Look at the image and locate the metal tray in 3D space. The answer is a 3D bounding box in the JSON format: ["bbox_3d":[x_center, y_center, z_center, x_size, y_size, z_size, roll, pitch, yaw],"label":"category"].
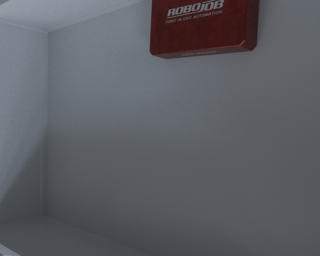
[{"bbox_3d":[0.048,-0.133,0.364,0.130,0.030,0.089,5,93,40],"label":"metal tray"}]
